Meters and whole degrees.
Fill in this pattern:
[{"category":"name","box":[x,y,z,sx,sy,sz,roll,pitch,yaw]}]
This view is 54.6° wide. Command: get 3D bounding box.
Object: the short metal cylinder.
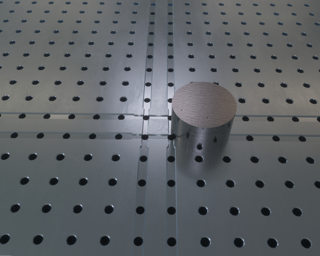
[{"category":"short metal cylinder","box":[0.055,-0.015,0.404,0.080,0.050,0.080,0,50,0]}]
